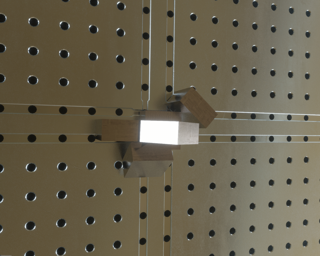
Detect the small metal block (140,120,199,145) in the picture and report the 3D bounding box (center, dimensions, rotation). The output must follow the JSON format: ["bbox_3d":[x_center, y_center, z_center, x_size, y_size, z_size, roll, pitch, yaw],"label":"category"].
[{"bbox_3d":[0.012,0.005,0.366,0.050,0.050,0.025,3,89,-57],"label":"small metal block"}]

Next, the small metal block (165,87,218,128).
[{"bbox_3d":[0.041,-0.026,0.414,0.050,0.050,0.025,45,76,-15],"label":"small metal block"}]

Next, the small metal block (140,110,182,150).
[{"bbox_3d":[0.000,0.003,0.412,0.050,0.025,0.050,2,89,-21],"label":"small metal block"}]

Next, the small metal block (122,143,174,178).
[{"bbox_3d":[-0.017,0.041,0.390,0.050,0.050,0.025,1,58,-20],"label":"small metal block"}]

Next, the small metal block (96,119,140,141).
[{"bbox_3d":[-0.050,0.003,0.380,0.050,0.050,0.025,2,90,-19],"label":"small metal block"}]
